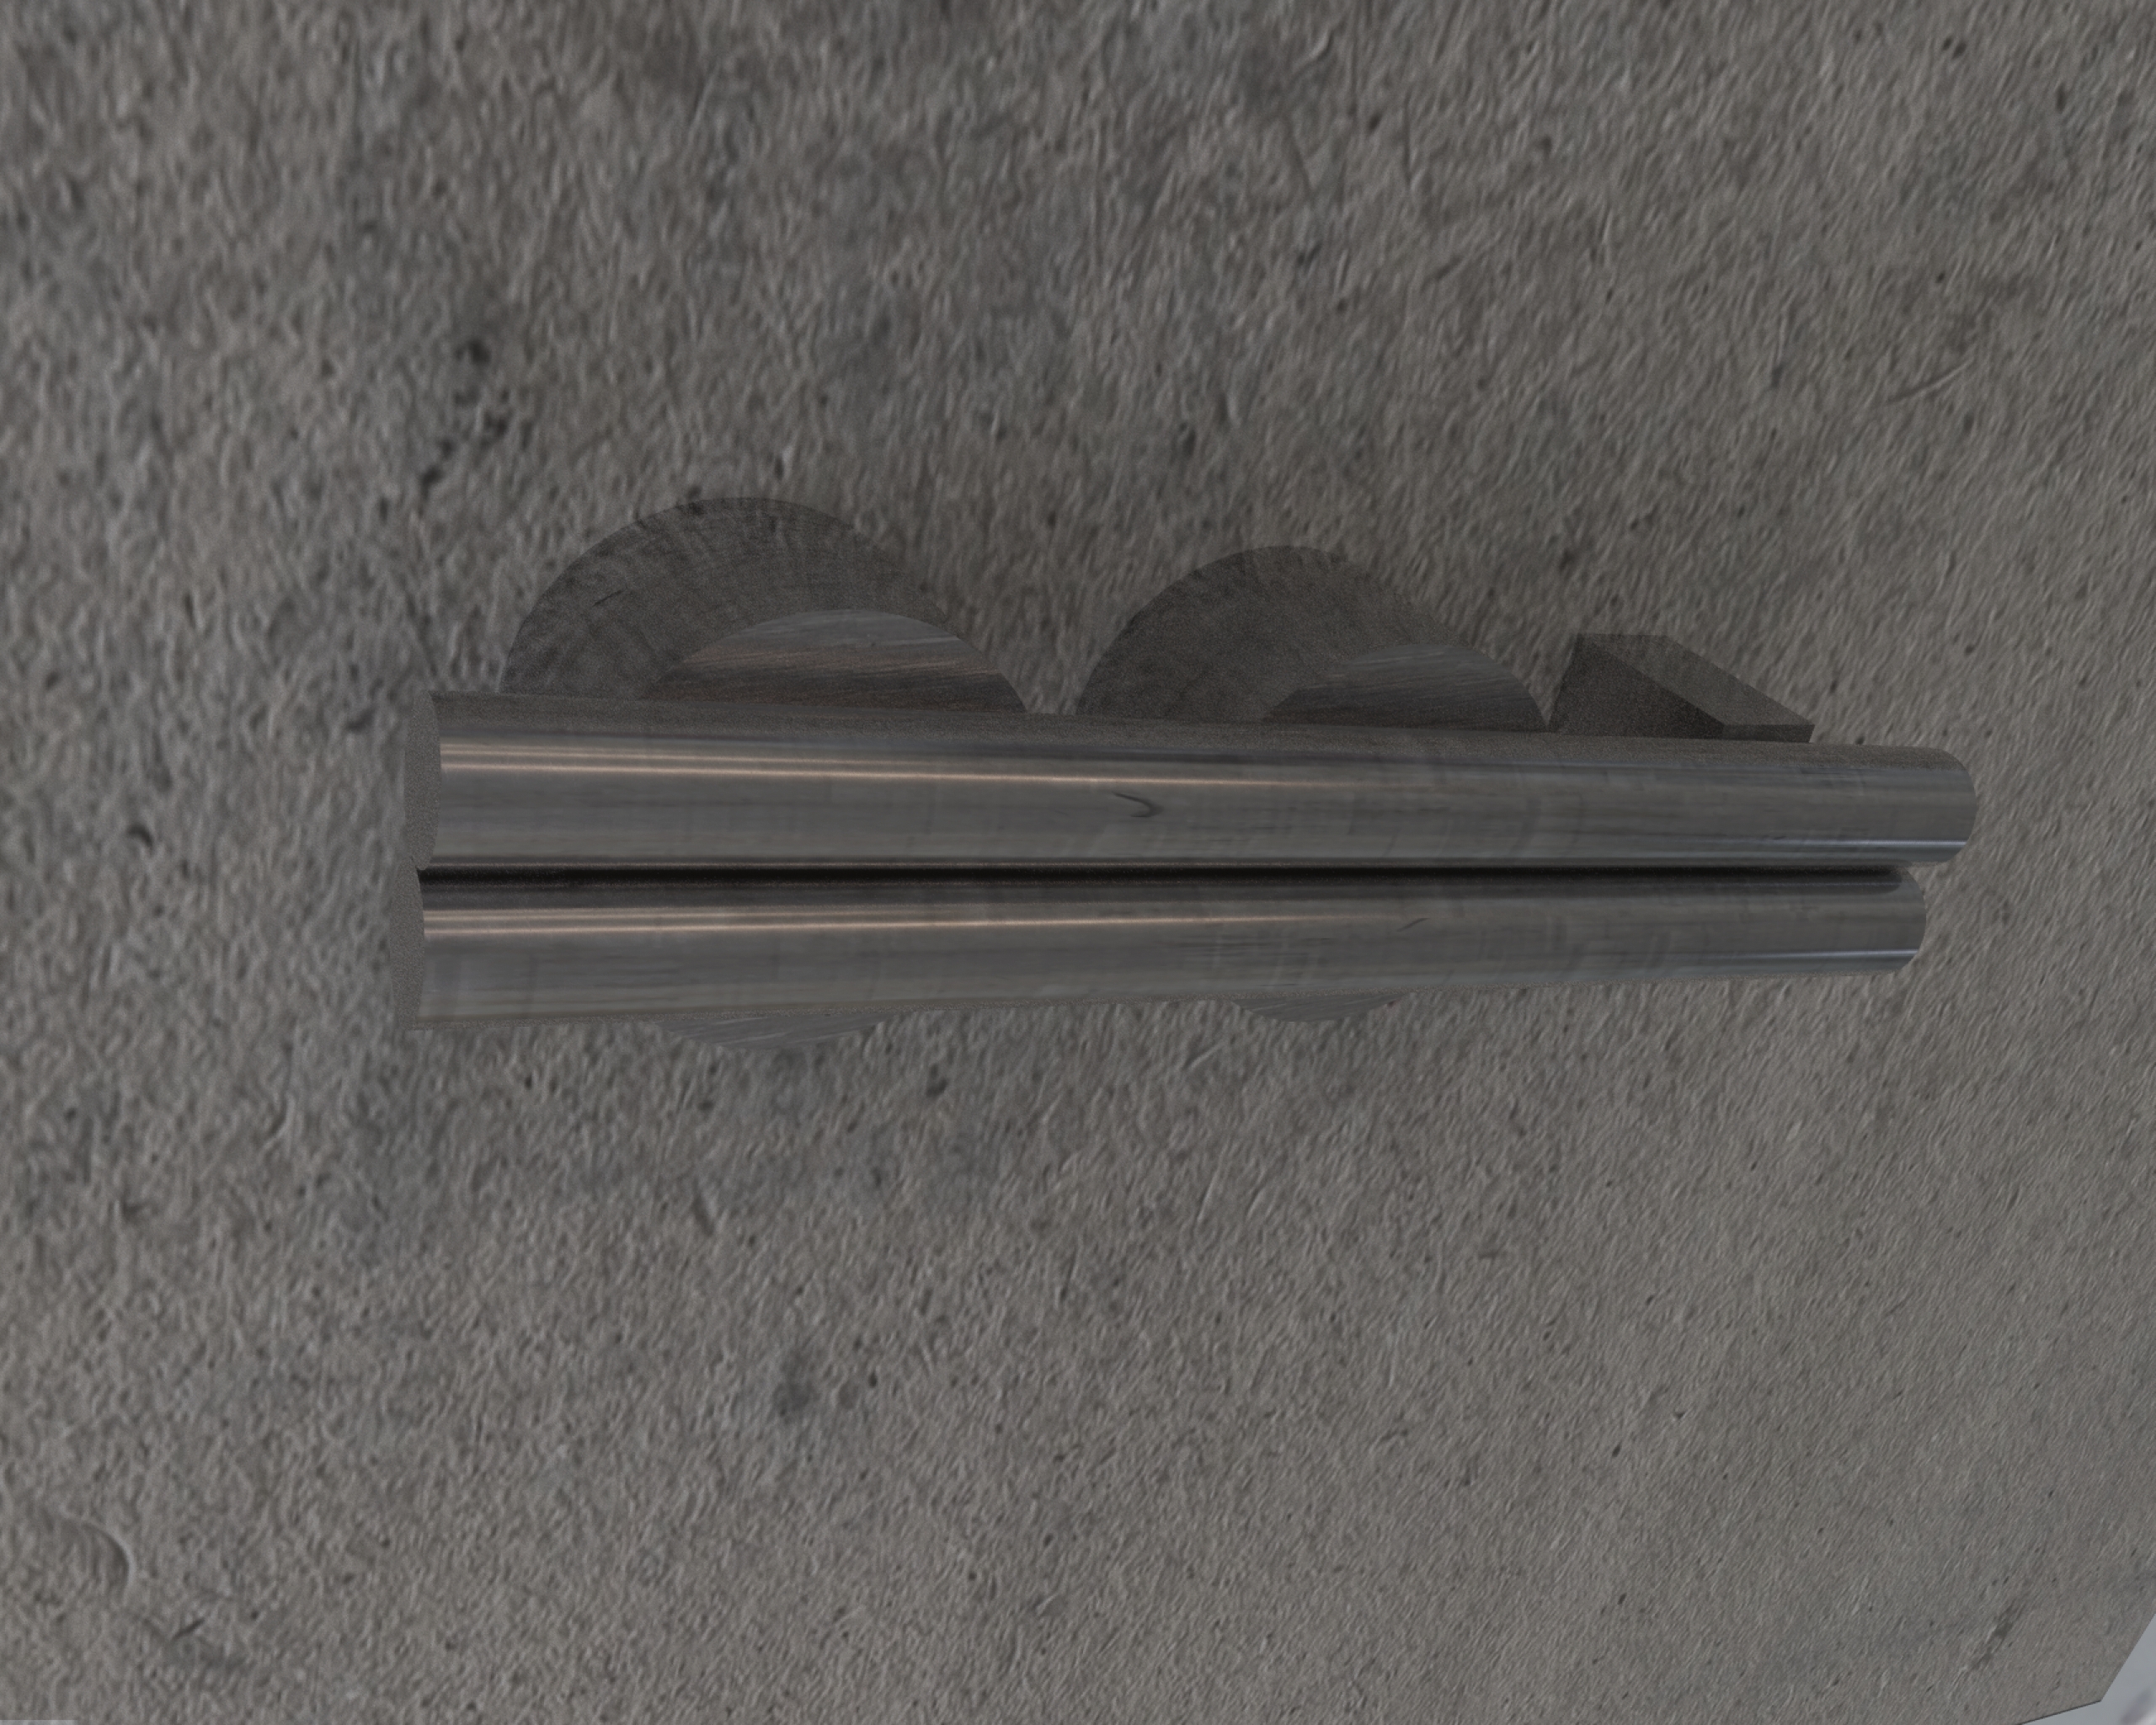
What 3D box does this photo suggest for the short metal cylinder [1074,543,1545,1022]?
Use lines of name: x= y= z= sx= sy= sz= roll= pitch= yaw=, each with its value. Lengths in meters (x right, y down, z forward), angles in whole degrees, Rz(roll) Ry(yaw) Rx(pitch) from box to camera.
short metal cylinder: x=0.044 y=-0.016 z=0.407 sx=0.081 sy=0.050 sz=0.079 roll=-14 pitch=124 yaw=-21

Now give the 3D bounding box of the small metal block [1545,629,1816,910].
small metal block: x=0.124 y=-0.018 z=0.451 sx=0.025 sy=0.050 sz=0.050 roll=-2 pitch=119 yaw=-28

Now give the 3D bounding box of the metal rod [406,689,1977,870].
metal rod: x=0.043 y=-0.011 z=0.359 sx=0.303 sy=0.025 sz=0.025 roll=0 pitch=119 yaw=-29

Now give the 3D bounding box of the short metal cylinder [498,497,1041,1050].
short metal cylinder: x=-0.052 y=-0.015 z=0.353 sx=0.081 sy=0.050 sz=0.079 roll=-14 pitch=124 yaw=-21

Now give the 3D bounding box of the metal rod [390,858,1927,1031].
metal rod: x=0.037 y=0.011 z=0.370 sx=0.303 sy=0.025 sz=0.025 roll=0 pitch=119 yaw=-29
